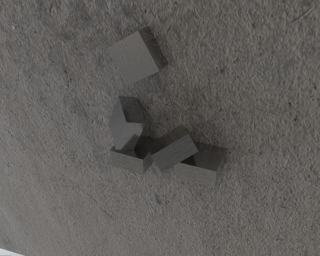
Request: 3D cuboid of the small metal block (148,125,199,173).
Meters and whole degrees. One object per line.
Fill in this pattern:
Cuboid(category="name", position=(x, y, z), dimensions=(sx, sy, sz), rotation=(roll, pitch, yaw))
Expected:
Cuboid(category="small metal block", position=(0.015, 0.025, 0.385), dimensions=(0.050, 0.050, 0.025), rotation=(-30, 104, 0))

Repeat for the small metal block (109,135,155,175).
Cuboid(category="small metal block", position=(-0.034, 0.034, 0.429), dimensions=(0.050, 0.050, 0.025), rotation=(13, 124, 21))

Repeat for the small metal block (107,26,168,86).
Cuboid(category="small metal block", position=(-0.027, -0.085, 0.368), dimensions=(0.050, 0.025, 0.050), rotation=(-18, 109, 35))

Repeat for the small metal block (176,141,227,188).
Cuboid(category="small metal block", position=(0.053, 0.044, 0.390), dimensions=(0.050, 0.050, 0.025), rotation=(12, 124, 21))

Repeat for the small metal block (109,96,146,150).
Cuboid(category="small metal block", position=(-0.045, -0.006, 0.408), dimensions=(0.025, 0.050, 0.050), rotation=(4, 134, -26))
